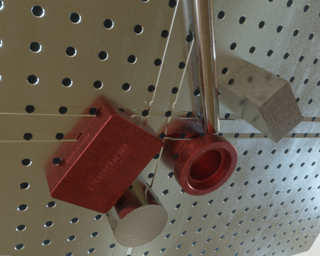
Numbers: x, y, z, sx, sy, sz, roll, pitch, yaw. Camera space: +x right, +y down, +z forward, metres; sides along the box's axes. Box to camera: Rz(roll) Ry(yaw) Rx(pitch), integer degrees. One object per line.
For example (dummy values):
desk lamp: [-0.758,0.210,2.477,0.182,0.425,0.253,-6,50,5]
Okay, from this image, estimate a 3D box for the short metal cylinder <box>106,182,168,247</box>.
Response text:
short metal cylinder: [-0.035,0.127,0.456,0.081,0.050,0.079,-14,125,-21]

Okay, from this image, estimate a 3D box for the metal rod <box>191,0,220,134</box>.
metal rod: [0.052,-0.117,0.368,0.025,0.025,0.298,-23,127,-15]

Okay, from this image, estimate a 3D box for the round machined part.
round machined part: [0.065,0.051,0.469,0.099,0.042,0.097,-14,125,-21]

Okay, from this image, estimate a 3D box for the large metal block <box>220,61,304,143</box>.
large metal block: [0.142,-0.037,0.433,0.050,0.080,0.080,-42,130,0]

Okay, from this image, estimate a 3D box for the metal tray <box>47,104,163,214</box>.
metal tray: [-0.069,0.044,0.399,0.090,0.030,0.130,33,100,-39]
